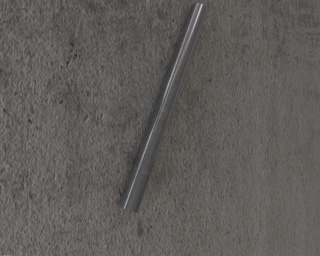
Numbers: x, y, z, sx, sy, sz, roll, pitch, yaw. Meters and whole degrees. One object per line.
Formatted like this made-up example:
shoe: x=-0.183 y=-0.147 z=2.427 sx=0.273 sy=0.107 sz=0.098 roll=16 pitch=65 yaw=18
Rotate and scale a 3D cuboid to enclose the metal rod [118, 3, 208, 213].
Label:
metal rod: x=0.009 y=-0.038 z=0.412 sx=0.025 sy=0.025 sz=0.299 roll=31 pitch=71 yaw=-36
